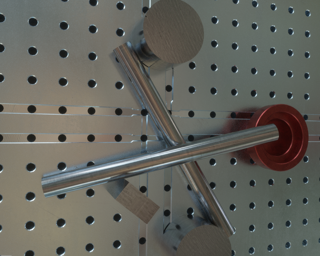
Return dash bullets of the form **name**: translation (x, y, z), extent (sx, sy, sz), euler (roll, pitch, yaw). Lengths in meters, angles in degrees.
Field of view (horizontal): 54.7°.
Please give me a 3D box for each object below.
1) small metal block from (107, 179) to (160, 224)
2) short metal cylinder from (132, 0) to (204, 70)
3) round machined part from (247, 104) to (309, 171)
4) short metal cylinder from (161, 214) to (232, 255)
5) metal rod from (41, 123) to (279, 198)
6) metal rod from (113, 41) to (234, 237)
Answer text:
- **small metal block**: translation (-0.034, 0.088, 0.387), extent (0.050, 0.050, 0.025), euler (42, 77, -15)
- **short metal cylinder**: translation (0.009, -0.119, 0.402), extent (0.081, 0.050, 0.080), euler (0, 90, -20)
- **round machined part**: translation (0.170, 0.014, 0.466), extent (0.099, 0.042, 0.097), euler (0, 90, -20)
- **short metal cylinder**: translation (0.048, 0.163, 0.417), extent (0.081, 0.050, 0.080), euler (0, 90, -20)
- **metal rod**: translation (0.009, 0.038, 0.392), extent (0.302, 0.025, 0.025), euler (-13, 95, -11)
- **metal rod**: translation (0.023, 0.024, 0.421), extent (0.025, 0.025, 0.299), euler (-33, 101, -17)
